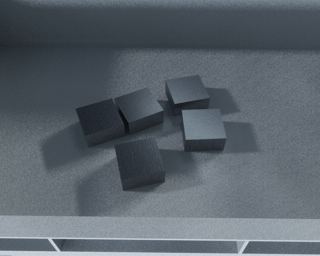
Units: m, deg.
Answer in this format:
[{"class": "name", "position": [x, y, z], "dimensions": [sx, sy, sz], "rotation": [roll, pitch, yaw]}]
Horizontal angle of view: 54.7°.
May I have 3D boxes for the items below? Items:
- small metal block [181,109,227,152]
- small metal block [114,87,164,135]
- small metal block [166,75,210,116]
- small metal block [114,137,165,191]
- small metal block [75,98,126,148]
[{"class": "small metal block", "position": [0.055, 0.002, 0.403], "dimensions": [0.050, 0.025, 0.050], "rotation": [-2, 50, -2]}, {"class": "small metal block", "position": [-0.029, -0.024, 0.425], "dimensions": [0.050, 0.025, 0.050], "rotation": [-21, 53, -17]}, {"class": "small metal block", "position": [0.038, -0.047, 0.445], "dimensions": [0.050, 0.025, 0.050], "rotation": [-10, 51, -9]}, {"class": "small metal block", "position": [-0.024, 0.042, 0.369], "dimensions": [0.050, 0.025, 0.050], "rotation": [-11, 51, -9]}, {"class": "small metal block", "position": [-0.079, -0.007, 0.411], "dimensions": [0.050, 0.025, 0.050], "rotation": [-18, 52, -15]}]
